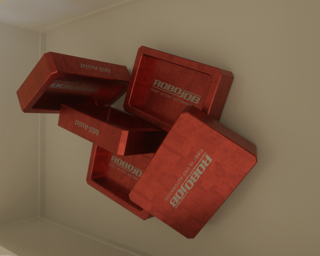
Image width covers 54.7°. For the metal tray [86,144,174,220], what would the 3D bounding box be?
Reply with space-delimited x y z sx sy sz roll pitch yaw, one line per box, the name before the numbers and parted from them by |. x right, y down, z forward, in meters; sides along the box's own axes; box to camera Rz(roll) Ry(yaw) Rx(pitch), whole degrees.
metal tray | -0.047 0.059 0.436 0.130 0.030 0.089 21 103 37

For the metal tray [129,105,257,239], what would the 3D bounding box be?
metal tray | 0.034 0.051 0.346 0.090 0.030 0.129 33 114 4

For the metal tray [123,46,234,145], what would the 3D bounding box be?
metal tray | 0.017 -0.043 0.386 0.130 0.030 0.089 27 106 36

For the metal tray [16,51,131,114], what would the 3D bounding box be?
metal tray | -0.113 -0.055 0.425 0.090 0.131 0.030 -37 68 34

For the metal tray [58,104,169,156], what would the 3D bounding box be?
metal tray | -0.060 -0.001 0.408 0.130 0.091 0.030 20 103 38
